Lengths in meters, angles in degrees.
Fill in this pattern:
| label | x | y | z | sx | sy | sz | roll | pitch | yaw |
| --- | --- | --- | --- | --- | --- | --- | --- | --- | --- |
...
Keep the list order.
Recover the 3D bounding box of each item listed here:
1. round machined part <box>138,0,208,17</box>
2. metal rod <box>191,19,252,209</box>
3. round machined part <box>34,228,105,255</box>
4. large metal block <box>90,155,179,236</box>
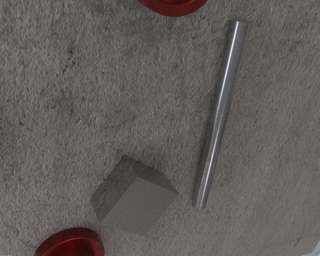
| label | x | y | z | sx | sy | sz | roll | pitch | yaw |
| --- | --- | --- | --- | --- | --- | --- | --- | --- | --- |
| round machined part | 0.010 | -0.162 | 0.301 | 0.099 | 0.042 | 0.097 | -14 | 124 | -21 |
| metal rod | 0.083 | -0.002 | 0.450 | 0.025 | 0.025 | 0.298 | -7 | 122 | -25 |
| round machined part | -0.128 | 0.195 | 0.447 | 0.099 | 0.042 | 0.097 | -14 | 124 | -21 |
| large metal block | -0.035 | 0.095 | 0.430 | 0.080 | 0.050 | 0.080 | 32 | 101 | -38 |
